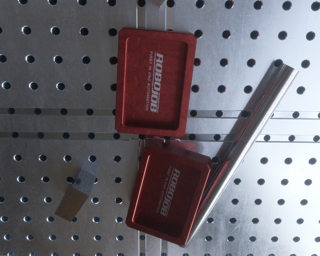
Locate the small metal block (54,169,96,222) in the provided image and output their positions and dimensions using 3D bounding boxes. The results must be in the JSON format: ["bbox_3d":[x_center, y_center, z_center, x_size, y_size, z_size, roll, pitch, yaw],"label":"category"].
[{"bbox_3d":[-0.117,0.093,0.433,0.025,0.050,0.050,32,107,-12],"label":"small metal block"}]

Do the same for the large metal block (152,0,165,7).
[{"bbox_3d":[-0.007,-0.189,0.330,0.080,0.050,0.080,36,106,-13],"label":"large metal block"}]

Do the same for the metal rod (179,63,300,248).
[{"bbox_3d":[0.098,0.050,0.433,0.025,0.025,0.298,24,108,-9],"label":"metal rod"}]

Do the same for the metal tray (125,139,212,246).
[{"bbox_3d":[0.010,0.090,0.430,0.090,0.030,0.129,17,108,8],"label":"metal tray"}]

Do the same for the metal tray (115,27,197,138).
[{"bbox_3d":[-0.007,-0.056,0.389,0.091,0.030,0.129,4,110,-2],"label":"metal tray"}]
